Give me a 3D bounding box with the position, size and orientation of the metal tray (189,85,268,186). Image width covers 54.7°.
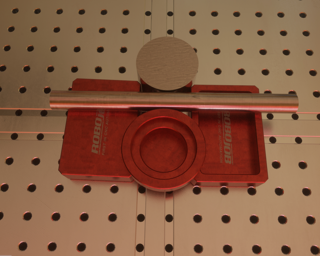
[{"bbox_3d":[0.085,0.008,0.402,0.091,0.030,0.130,1,70,0],"label":"metal tray"}]

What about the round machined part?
[{"bbox_3d":[0.005,0.029,0.378,0.099,0.042,0.098,0,70,0],"label":"round machined part"}]

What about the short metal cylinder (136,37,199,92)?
[{"bbox_3d":[0.009,-0.076,0.422,0.081,0.050,0.080,0,70,0],"label":"short metal cylinder"}]

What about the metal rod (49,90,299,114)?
[{"bbox_3d":[0.017,-0.032,0.387,0.302,0.025,0.025,1,70,0],"label":"metal rod"}]

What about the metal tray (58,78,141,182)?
[{"bbox_3d":[-0.073,0.001,0.403,0.091,0.030,0.130,3,70,1],"label":"metal tray"}]
